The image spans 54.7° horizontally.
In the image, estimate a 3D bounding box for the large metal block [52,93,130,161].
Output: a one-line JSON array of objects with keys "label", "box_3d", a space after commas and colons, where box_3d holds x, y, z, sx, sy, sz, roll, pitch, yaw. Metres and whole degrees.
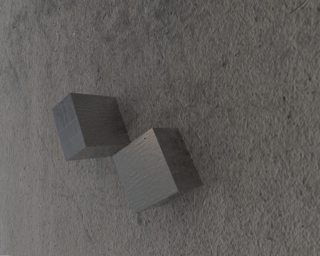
[{"label": "large metal block", "box_3d": [-0.099, -0.001, 0.451, 0.050, 0.081, 0.080, -32, 70, 35]}]

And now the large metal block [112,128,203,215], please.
[{"label": "large metal block", "box_3d": [-0.005, 0.053, 0.393, 0.080, 0.050, 0.080, -35, 69, 34]}]
